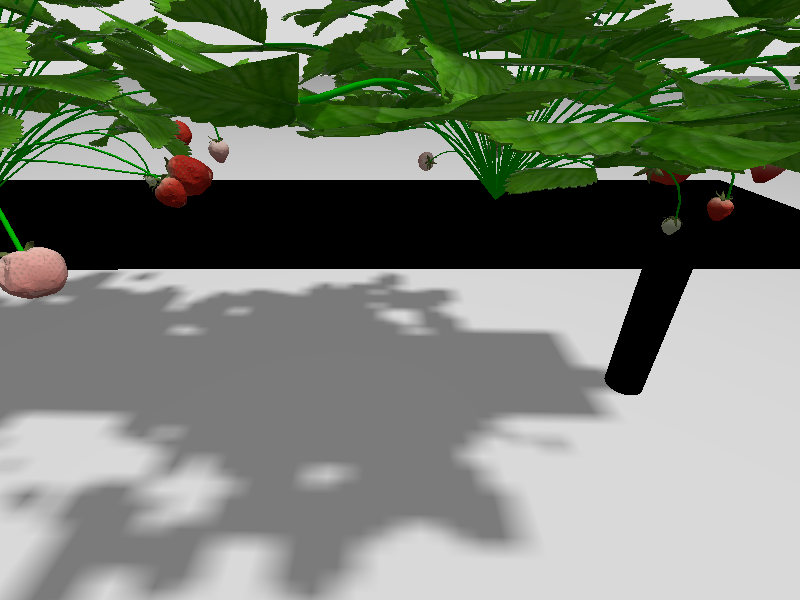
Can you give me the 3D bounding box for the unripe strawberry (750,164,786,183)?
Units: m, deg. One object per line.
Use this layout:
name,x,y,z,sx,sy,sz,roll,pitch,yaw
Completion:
unripe strawberry,0.345,-0.125,0.375,0.030,0.031,0.029,-4,31,-7

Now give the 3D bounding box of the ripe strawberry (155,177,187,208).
ripe strawberry,-0.185,-0.086,0.325,0.024,0.023,0.022,-29,22,24

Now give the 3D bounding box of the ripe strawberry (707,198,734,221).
ripe strawberry,0.236,-0.067,0.296,0.016,0.016,0.018,12,33,19

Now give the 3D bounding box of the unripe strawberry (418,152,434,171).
unripe strawberry,0.028,-0.153,0.440,0.017,0.020,0.019,-15,29,-24

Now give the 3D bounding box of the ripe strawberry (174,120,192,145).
ripe strawberry,-0.301,-0.227,0.550,0.031,0.035,0.033,8,13,13

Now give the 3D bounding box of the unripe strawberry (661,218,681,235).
unripe strawberry,0.187,-0.051,0.276,0.011,0.011,0.011,24,38,34

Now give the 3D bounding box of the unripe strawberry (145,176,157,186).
unripe strawberry,-0.222,-0.107,0.358,0.010,0.010,0.009,-3,31,-4

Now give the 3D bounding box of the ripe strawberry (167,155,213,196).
ripe strawberry,-0.184,-0.109,0.352,0.034,0.035,0.031,-1,31,-3

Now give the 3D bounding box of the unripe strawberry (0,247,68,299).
unripe strawberry,-0.182,-0.012,0.200,0.028,0.025,0.026,-29,62,-39

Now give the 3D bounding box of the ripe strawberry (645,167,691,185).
ripe strawberry,0.261,-0.130,0.384,0.042,0.036,0.042,-7,32,-13

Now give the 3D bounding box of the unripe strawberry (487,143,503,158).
unripe strawberry,0.116,-0.183,0.493,0.021,0.019,0.019,5,4,9

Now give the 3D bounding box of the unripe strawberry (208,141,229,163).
unripe strawberry,-0.215,-0.176,0.476,0.021,0.025,0.025,-27,40,-37
